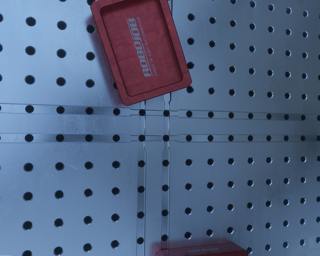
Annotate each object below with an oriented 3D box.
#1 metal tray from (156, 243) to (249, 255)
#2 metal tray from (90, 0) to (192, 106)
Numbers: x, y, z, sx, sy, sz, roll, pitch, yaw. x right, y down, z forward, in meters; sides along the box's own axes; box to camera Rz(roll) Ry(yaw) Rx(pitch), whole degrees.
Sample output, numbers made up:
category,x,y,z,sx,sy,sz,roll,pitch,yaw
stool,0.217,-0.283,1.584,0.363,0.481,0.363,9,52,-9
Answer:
category,x,y,z,sx,sy,sz,roll,pitch,yaw
metal tray,0.059,0.216,0.434,0.131,0.030,0.089,3,89,-21
metal tray,-0.022,-0.102,0.388,0.091,0.030,0.129,-18,97,-2
